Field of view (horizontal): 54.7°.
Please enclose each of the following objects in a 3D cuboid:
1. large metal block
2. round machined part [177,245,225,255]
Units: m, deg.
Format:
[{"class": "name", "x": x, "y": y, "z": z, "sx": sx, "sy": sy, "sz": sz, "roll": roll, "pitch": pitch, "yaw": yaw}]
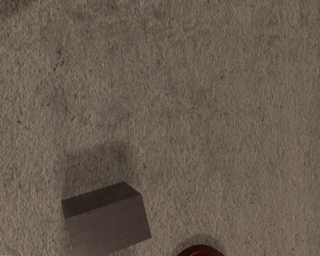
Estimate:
[{"class": "large metal block", "x": -0.065, "y": 0.104, "z": 0.357, "sx": 0.081, "sy": 0.080, "sz": 0.050, "roll": -14, "pitch": 95, "yaw": -20}, {"class": "round machined part", "x": 0.060, "y": 0.216, "z": 0.424, "sx": 0.099, "sy": 0.042, "sz": 0.097, "roll": 0, "pitch": 90, "yaw": -21}]
